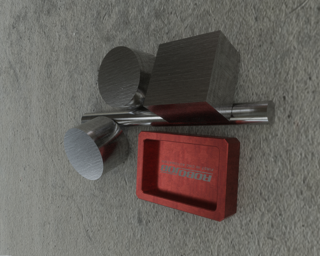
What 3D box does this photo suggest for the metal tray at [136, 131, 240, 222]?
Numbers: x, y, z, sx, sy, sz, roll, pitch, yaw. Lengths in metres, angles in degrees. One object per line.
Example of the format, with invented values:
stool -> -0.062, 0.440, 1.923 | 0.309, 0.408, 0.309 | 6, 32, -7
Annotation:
metal tray -> 0.029, 0.052, 0.378 | 0.130, 0.030, 0.089 | 5, 93, 39

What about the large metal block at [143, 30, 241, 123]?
large metal block -> 0.036, -0.053, 0.344 | 0.080, 0.050, 0.080 | -1, 68, 40

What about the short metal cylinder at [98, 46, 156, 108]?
short metal cylinder -> -0.039, -0.066, 0.422 | 0.080, 0.050, 0.080 | 0, 89, 40

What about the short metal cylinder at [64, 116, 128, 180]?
short metal cylinder -> -0.093, 0.028, 0.451 | 0.080, 0.050, 0.079 | 18, 121, 32

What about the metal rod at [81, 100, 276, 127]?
metal rod -> -0.002, -0.014, 0.410 | 0.300, 0.025, 0.025 | -1, 90, 40
